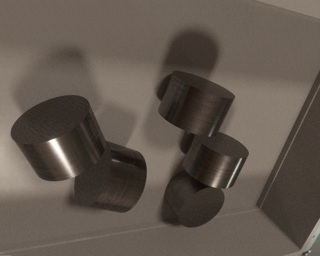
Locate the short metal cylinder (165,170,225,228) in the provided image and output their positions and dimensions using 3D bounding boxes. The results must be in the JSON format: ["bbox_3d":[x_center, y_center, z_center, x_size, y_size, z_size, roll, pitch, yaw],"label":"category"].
[{"bbox_3d":[0.055,0.110,0.493,0.081,0.050,0.079,-14,125,-21],"label":"short metal cylinder"}]

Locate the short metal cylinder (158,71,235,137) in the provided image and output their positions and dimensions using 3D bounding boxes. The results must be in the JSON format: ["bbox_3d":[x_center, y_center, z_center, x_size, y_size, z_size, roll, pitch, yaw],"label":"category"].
[{"bbox_3d":[0.044,-0.031,0.380,0.081,0.080,0.050,8,114,-32],"label":"short metal cylinder"}]

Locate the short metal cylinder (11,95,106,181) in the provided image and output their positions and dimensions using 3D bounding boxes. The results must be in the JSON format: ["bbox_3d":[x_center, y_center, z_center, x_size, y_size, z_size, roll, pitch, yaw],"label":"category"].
[{"bbox_3d":[-0.103,0.009,0.323,0.080,0.080,0.050,-25,128,-13],"label":"short metal cylinder"}]

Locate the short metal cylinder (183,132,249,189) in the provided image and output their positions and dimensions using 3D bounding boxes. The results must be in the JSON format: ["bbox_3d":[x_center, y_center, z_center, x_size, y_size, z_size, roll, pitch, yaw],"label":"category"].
[{"bbox_3d":[0.079,0.042,0.445,0.081,0.080,0.050,5,116,-31],"label":"short metal cylinder"}]

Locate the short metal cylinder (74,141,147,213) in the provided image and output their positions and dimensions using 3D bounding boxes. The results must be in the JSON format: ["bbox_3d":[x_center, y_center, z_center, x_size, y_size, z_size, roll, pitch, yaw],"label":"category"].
[{"bbox_3d":[-0.061,0.059,0.377,0.050,0.080,0.080,23,106,-37],"label":"short metal cylinder"}]
